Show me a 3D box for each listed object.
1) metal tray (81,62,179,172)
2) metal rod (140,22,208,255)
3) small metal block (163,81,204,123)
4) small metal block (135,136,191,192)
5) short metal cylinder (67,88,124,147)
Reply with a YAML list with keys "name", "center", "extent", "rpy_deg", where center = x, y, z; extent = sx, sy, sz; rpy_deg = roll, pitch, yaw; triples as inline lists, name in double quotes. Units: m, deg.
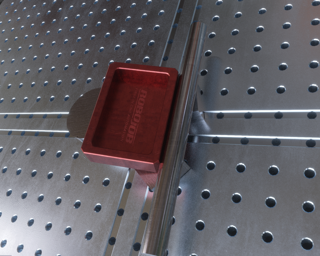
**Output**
- name: "metal tray"
  center: [-0.032, -0.017, 0.380]
  extent: [0.090, 0.030, 0.130]
  rpy_deg: [8, 64, 10]
- name: "metal rod"
  center: [0.024, -0.007, 0.366]
  extent: [0.025, 0.025, 0.300]
  rpy_deg: [-1, 61, 27]
- name: "small metal block"
  center: [0.029, -0.031, 0.411]
  extent: [0.050, 0.025, 0.050]
  rpy_deg: [-14, 56, 20]
- name: "small metal block"
  center: [0.000, 0.046, 0.378]
  extent: [0.050, 0.025, 0.050]
  rpy_deg: [-43, 51, -2]
- name: "short metal cylinder"
  center: [-0.083, -0.010, 0.439]
  extent: [0.080, 0.050, 0.080]
  rpy_deg: [-13, 56, 20]
